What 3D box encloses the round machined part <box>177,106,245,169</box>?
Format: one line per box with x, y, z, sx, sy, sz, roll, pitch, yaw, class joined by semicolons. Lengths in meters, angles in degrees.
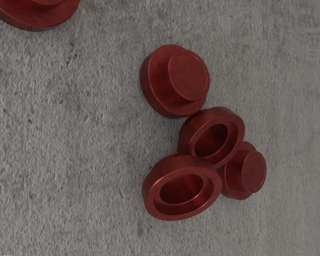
0.066;0.012;0.430;0.099;0.042;0.097;-18;130;-22;round machined part

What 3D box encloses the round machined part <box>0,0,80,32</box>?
-0.120;-0.145;0.293;0.099;0.042;0.097;0;90;-40;round machined part

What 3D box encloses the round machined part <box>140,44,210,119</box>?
0.027;-0.063;0.404;0.099;0.042;0.098;9;74;-34;round machined part

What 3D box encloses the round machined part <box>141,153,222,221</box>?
0.024;0.070;0.393;0.099;0.042;0.097;-9;129;-11;round machined part

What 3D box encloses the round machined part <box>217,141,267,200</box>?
0.139;0.070;0.510;0.099;0.042;0.097;0;90;-40;round machined part
